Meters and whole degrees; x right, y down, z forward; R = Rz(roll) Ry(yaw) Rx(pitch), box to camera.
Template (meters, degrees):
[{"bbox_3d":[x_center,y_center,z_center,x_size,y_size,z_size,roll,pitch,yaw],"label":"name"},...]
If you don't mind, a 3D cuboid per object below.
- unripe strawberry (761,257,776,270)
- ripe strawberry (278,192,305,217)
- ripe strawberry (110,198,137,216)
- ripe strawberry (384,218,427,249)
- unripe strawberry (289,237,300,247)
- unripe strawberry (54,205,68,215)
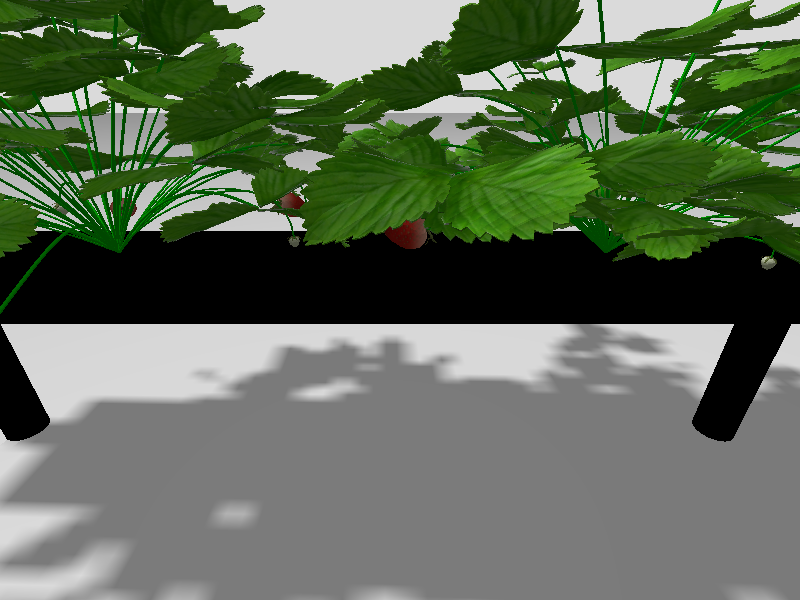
[{"bbox_3d":[0.304,-0.030,0.331,0.010,0.010,0.011,9,28,18],"label":"unripe strawberry"},{"bbox_3d":[-0.127,-0.112,0.473,0.033,0.028,0.033,-8,25,-44],"label":"ripe strawberry"},{"bbox_3d":[-0.327,-0.110,0.474,0.026,0.023,0.026,-14,29,-26],"label":"ripe strawberry"},{"bbox_3d":[0.005,-0.068,0.376,0.042,0.041,0.039,2,27,5],"label":"ripe strawberry"},{"bbox_3d":[-0.096,-0.053,0.364,0.010,0.010,0.009,0,27,1],"label":"unripe strawberry"},{"bbox_3d":[-0.411,-0.109,0.486,0.015,0.015,0.014,42,44,22],"label":"unripe strawberry"}]
